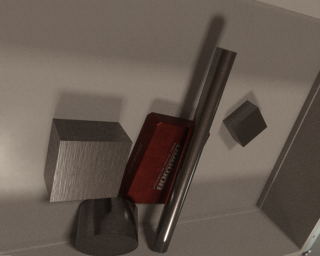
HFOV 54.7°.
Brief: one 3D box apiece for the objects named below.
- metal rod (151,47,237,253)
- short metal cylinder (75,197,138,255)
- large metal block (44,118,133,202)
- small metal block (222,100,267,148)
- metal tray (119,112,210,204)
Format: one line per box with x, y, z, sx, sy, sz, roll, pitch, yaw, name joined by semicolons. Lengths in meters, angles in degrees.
0.039;0.043;0.415;0.025;0.025;0.298;5;112;-31;metal rod
-0.070;0.135;0.419;0.081;0.050;0.080;-3;140;-2;short metal cylinder
-0.088;0.038;0.369;0.081;0.050;0.079;3;117;-30;large metal block
0.132;-0.006;0.480;0.050;0.025;0.050;-41;130;-1;small metal block
0.004;0.048;0.439;0.091;0.030;0.129;11;113;-33;metal tray
